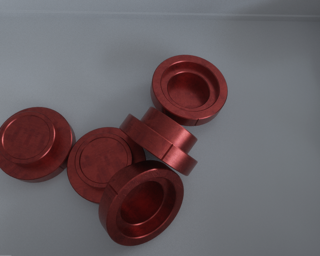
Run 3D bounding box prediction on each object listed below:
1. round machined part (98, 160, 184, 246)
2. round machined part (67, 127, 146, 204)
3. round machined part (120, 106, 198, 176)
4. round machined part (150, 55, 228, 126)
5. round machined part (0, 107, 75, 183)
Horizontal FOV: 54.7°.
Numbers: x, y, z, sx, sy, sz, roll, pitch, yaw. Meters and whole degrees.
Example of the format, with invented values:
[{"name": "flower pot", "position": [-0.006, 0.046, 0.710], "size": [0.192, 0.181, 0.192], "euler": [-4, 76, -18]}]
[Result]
[{"name": "round machined part", "position": [-0.024, 0.080, 0.352], "size": [0.098, 0.098, 0.042], "euler": [-41, 40, -14]}, {"name": "round machined part", "position": [-0.066, 0.044, 0.384], "size": [0.099, 0.042, 0.098], "euler": [0, 70, -1]}, {"name": "round machined part", "position": [0.005, 0.011, 0.363], "size": [0.098, 0.098, 0.042], "euler": [35, 89, 11]}, {"name": "round machined part", "position": [0.036, -0.046, 0.412], "size": [0.099, 0.042, 0.098], "euler": [4, 64, -7]}, {"name": "round machined part", "position": [-0.161, 0.017, 0.392], "size": [0.099, 0.042, 0.098], "euler": [0, 70, -1]}]
